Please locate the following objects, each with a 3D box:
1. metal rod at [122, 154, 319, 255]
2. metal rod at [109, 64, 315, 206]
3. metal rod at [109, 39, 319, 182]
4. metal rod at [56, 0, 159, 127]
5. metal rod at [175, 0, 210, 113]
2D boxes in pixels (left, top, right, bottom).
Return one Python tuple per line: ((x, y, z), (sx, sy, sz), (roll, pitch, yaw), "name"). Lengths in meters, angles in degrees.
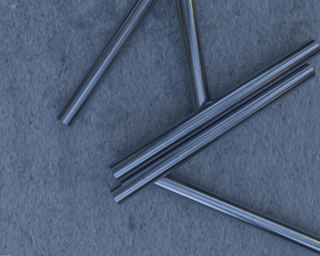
((0.085, 0.103, 0.411), (0.301, 0.025, 0.025), (23, 90, -1), "metal rod")
((0.071, 0.004, 0.395), (0.301, 0.025, 0.025), (-32, 90, -7), "metal rod")
((0.072, -0.025, 0.387), (0.301, 0.025, 0.025), (-32, 90, -6), "metal rod")
((-0.042, -0.132, 0.409), (0.025, 0.025, 0.299), (34, 90, -1), "metal rod")
((0.031, -0.166, 0.391), (0.025, 0.025, 0.298), (-10, 98, 0), "metal rod")
